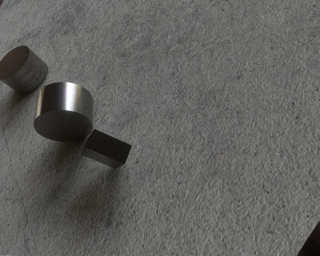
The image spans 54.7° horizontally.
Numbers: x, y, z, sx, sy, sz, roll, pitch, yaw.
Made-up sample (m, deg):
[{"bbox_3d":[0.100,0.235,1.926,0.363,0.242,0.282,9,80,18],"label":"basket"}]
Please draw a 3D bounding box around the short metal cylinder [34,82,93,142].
[{"bbox_3d":[-0.140,-0.022,0.455,0.080,0.080,0.050,-20,54,17],"label":"short metal cylinder"}]

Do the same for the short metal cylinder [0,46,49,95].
[{"bbox_3d":[-0.264,-0.111,0.594,0.080,0.050,0.080,-13,56,21],"label":"short metal cylinder"}]

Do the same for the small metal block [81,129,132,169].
[{"bbox_3d":[-0.069,0.028,0.394,0.050,0.050,0.025,-34,34,64],"label":"small metal block"}]

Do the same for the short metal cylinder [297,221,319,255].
[{"bbox_3d":[0.143,0.098,0.233,0.050,0.080,0.080,34,81,38],"label":"short metal cylinder"}]
